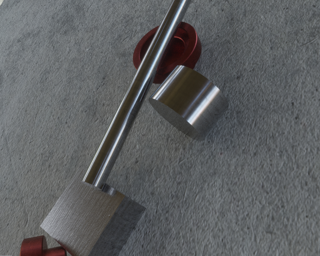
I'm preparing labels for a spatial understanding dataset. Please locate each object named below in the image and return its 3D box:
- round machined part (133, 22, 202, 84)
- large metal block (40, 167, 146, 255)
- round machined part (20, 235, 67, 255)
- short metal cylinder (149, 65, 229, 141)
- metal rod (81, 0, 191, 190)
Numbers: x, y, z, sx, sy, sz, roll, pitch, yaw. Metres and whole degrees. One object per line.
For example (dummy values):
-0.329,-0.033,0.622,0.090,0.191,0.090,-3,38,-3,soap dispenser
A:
0.014,-0.103,0.449,0.098,0.042,0.098,-13,56,21,round machined part
-0.078,0.105,0.364,0.080,0.050,0.080,22,73,36,large metal block
-0.119,0.165,0.331,0.042,0.097,0.098,-6,51,-17,round machined part
0.033,-0.028,0.369,0.080,0.080,0.050,32,80,38,short metal cylinder
-0.020,-0.064,0.395,0.025,0.025,0.300,9,64,32,metal rod
